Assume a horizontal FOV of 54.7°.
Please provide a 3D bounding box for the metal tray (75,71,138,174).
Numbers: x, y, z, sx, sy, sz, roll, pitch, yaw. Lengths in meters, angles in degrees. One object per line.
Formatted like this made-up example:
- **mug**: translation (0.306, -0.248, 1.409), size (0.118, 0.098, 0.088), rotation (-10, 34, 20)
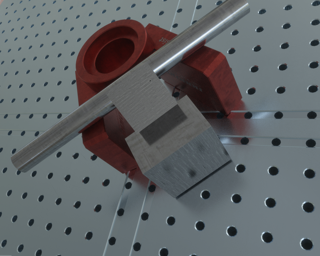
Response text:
- **metal tray**: translation (-0.068, -0.015, 0.409), size (0.030, 0.090, 0.130), rotation (-26, 53, 12)

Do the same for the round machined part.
- **round machined part**: translation (-0.051, -0.084, 0.386), size (0.098, 0.042, 0.098), rotation (-13, 56, 20)

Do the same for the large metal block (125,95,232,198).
- **large metal block**: translation (0.022, 0.024, 0.342), size (0.080, 0.080, 0.050), rotation (-36, 52, 4)

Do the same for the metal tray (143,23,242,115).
- **metal tray**: translation (0.035, -0.075, 0.392), size (0.130, 0.090, 0.030), rotation (36, 83, 38)

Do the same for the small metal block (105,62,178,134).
- **small metal block**: translation (-0.018, -0.030, 0.314), size (0.050, 0.050, 0.025), rotation (-37, 7, 3)

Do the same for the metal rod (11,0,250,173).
- **metal rod**: translation (-0.035, -0.046, 0.338), size (0.300, 0.025, 0.025), rotation (-35, 52, 4)
